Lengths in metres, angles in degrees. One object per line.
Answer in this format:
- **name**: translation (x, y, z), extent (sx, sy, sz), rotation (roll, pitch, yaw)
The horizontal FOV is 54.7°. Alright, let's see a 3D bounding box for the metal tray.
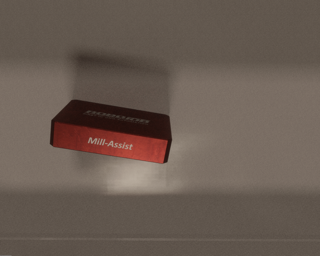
- **metal tray**: translation (-0.054, 0.001, 0.376), extent (0.131, 0.090, 0.030), rotation (9, 110, -4)
